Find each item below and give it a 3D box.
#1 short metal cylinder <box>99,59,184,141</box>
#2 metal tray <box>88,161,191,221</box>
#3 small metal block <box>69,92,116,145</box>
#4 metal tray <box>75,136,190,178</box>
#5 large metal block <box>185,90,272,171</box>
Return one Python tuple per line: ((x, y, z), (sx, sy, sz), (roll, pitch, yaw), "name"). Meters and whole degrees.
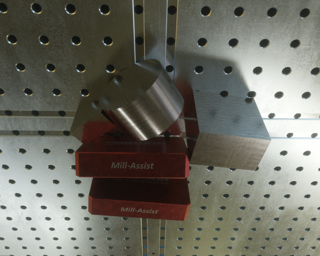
((-0.020, -0.032, 0.348), (0.080, 0.080, 0.050), (-24, 126, 19), "short metal cylinder")
((-0.028, 0.082, 0.436), (0.131, 0.090, 0.030), (6, 122, -5), "metal tray")
((-0.079, -0.014, 0.382), (0.050, 0.050, 0.025), (-28, 125, 22), "small metal block")
((-0.032, 0.034, 0.395), (0.131, 0.090, 0.030), (1, 101, -1), "metal tray")
((0.077, 0.002, 0.378), (0.081, 0.080, 0.050), (7, 130, -6), "large metal block")
